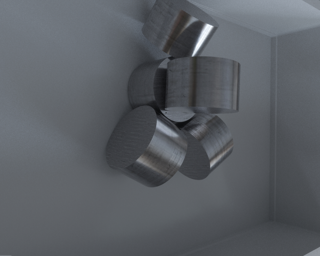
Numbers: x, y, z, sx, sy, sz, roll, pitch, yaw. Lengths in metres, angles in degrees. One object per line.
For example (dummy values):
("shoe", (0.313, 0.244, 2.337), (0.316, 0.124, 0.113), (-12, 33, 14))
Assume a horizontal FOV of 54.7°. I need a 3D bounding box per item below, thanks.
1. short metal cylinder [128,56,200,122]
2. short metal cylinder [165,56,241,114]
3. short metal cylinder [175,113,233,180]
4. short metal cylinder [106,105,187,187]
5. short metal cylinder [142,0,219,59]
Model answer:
("short metal cylinder", (0.007, -0.047, 0.393), (0.081, 0.050, 0.080), (0, 90, -40))
("short metal cylinder", (0.047, -0.044, 0.342), (0.081, 0.080, 0.050), (4, 88, -40))
("short metal cylinder", (0.049, 0.021, 0.409), (0.050, 0.080, 0.080), (-35, 112, -34))
("short metal cylinder", (-0.016, 0.021, 0.355), (0.050, 0.080, 0.080), (36, 68, -34))
("short metal cylinder", (0.025, -0.124, 0.381), (0.081, 0.080, 0.050), (5, 130, -40))
